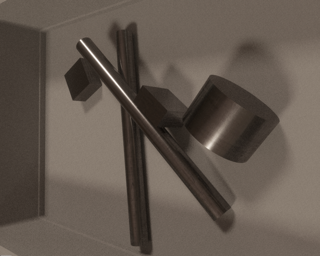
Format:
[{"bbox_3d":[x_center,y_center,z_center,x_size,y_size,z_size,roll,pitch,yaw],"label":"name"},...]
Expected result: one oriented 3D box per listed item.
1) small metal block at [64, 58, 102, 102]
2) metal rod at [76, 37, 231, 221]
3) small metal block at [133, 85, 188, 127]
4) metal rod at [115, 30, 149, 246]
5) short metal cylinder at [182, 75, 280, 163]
[{"bbox_3d":[-0.127,-0.079,0.509,0.050,0.025,0.050,-35,69,34],"label":"small metal block"},{"bbox_3d":[-0.020,-0.012,0.397,0.300,0.025,0.025,50,120,19],"label":"metal rod"},{"bbox_3d":[0.004,-0.026,0.386,0.050,0.050,0.025,48,118,29],"label":"small metal block"},{"bbox_3d":[-0.040,0.011,0.437,0.025,0.025,0.298,-8,85,39],"label":"metal rod"},{"bbox_3d":[0.070,-0.010,0.312,0.080,0.081,0.050,46,118,30],"label":"short metal cylinder"}]
